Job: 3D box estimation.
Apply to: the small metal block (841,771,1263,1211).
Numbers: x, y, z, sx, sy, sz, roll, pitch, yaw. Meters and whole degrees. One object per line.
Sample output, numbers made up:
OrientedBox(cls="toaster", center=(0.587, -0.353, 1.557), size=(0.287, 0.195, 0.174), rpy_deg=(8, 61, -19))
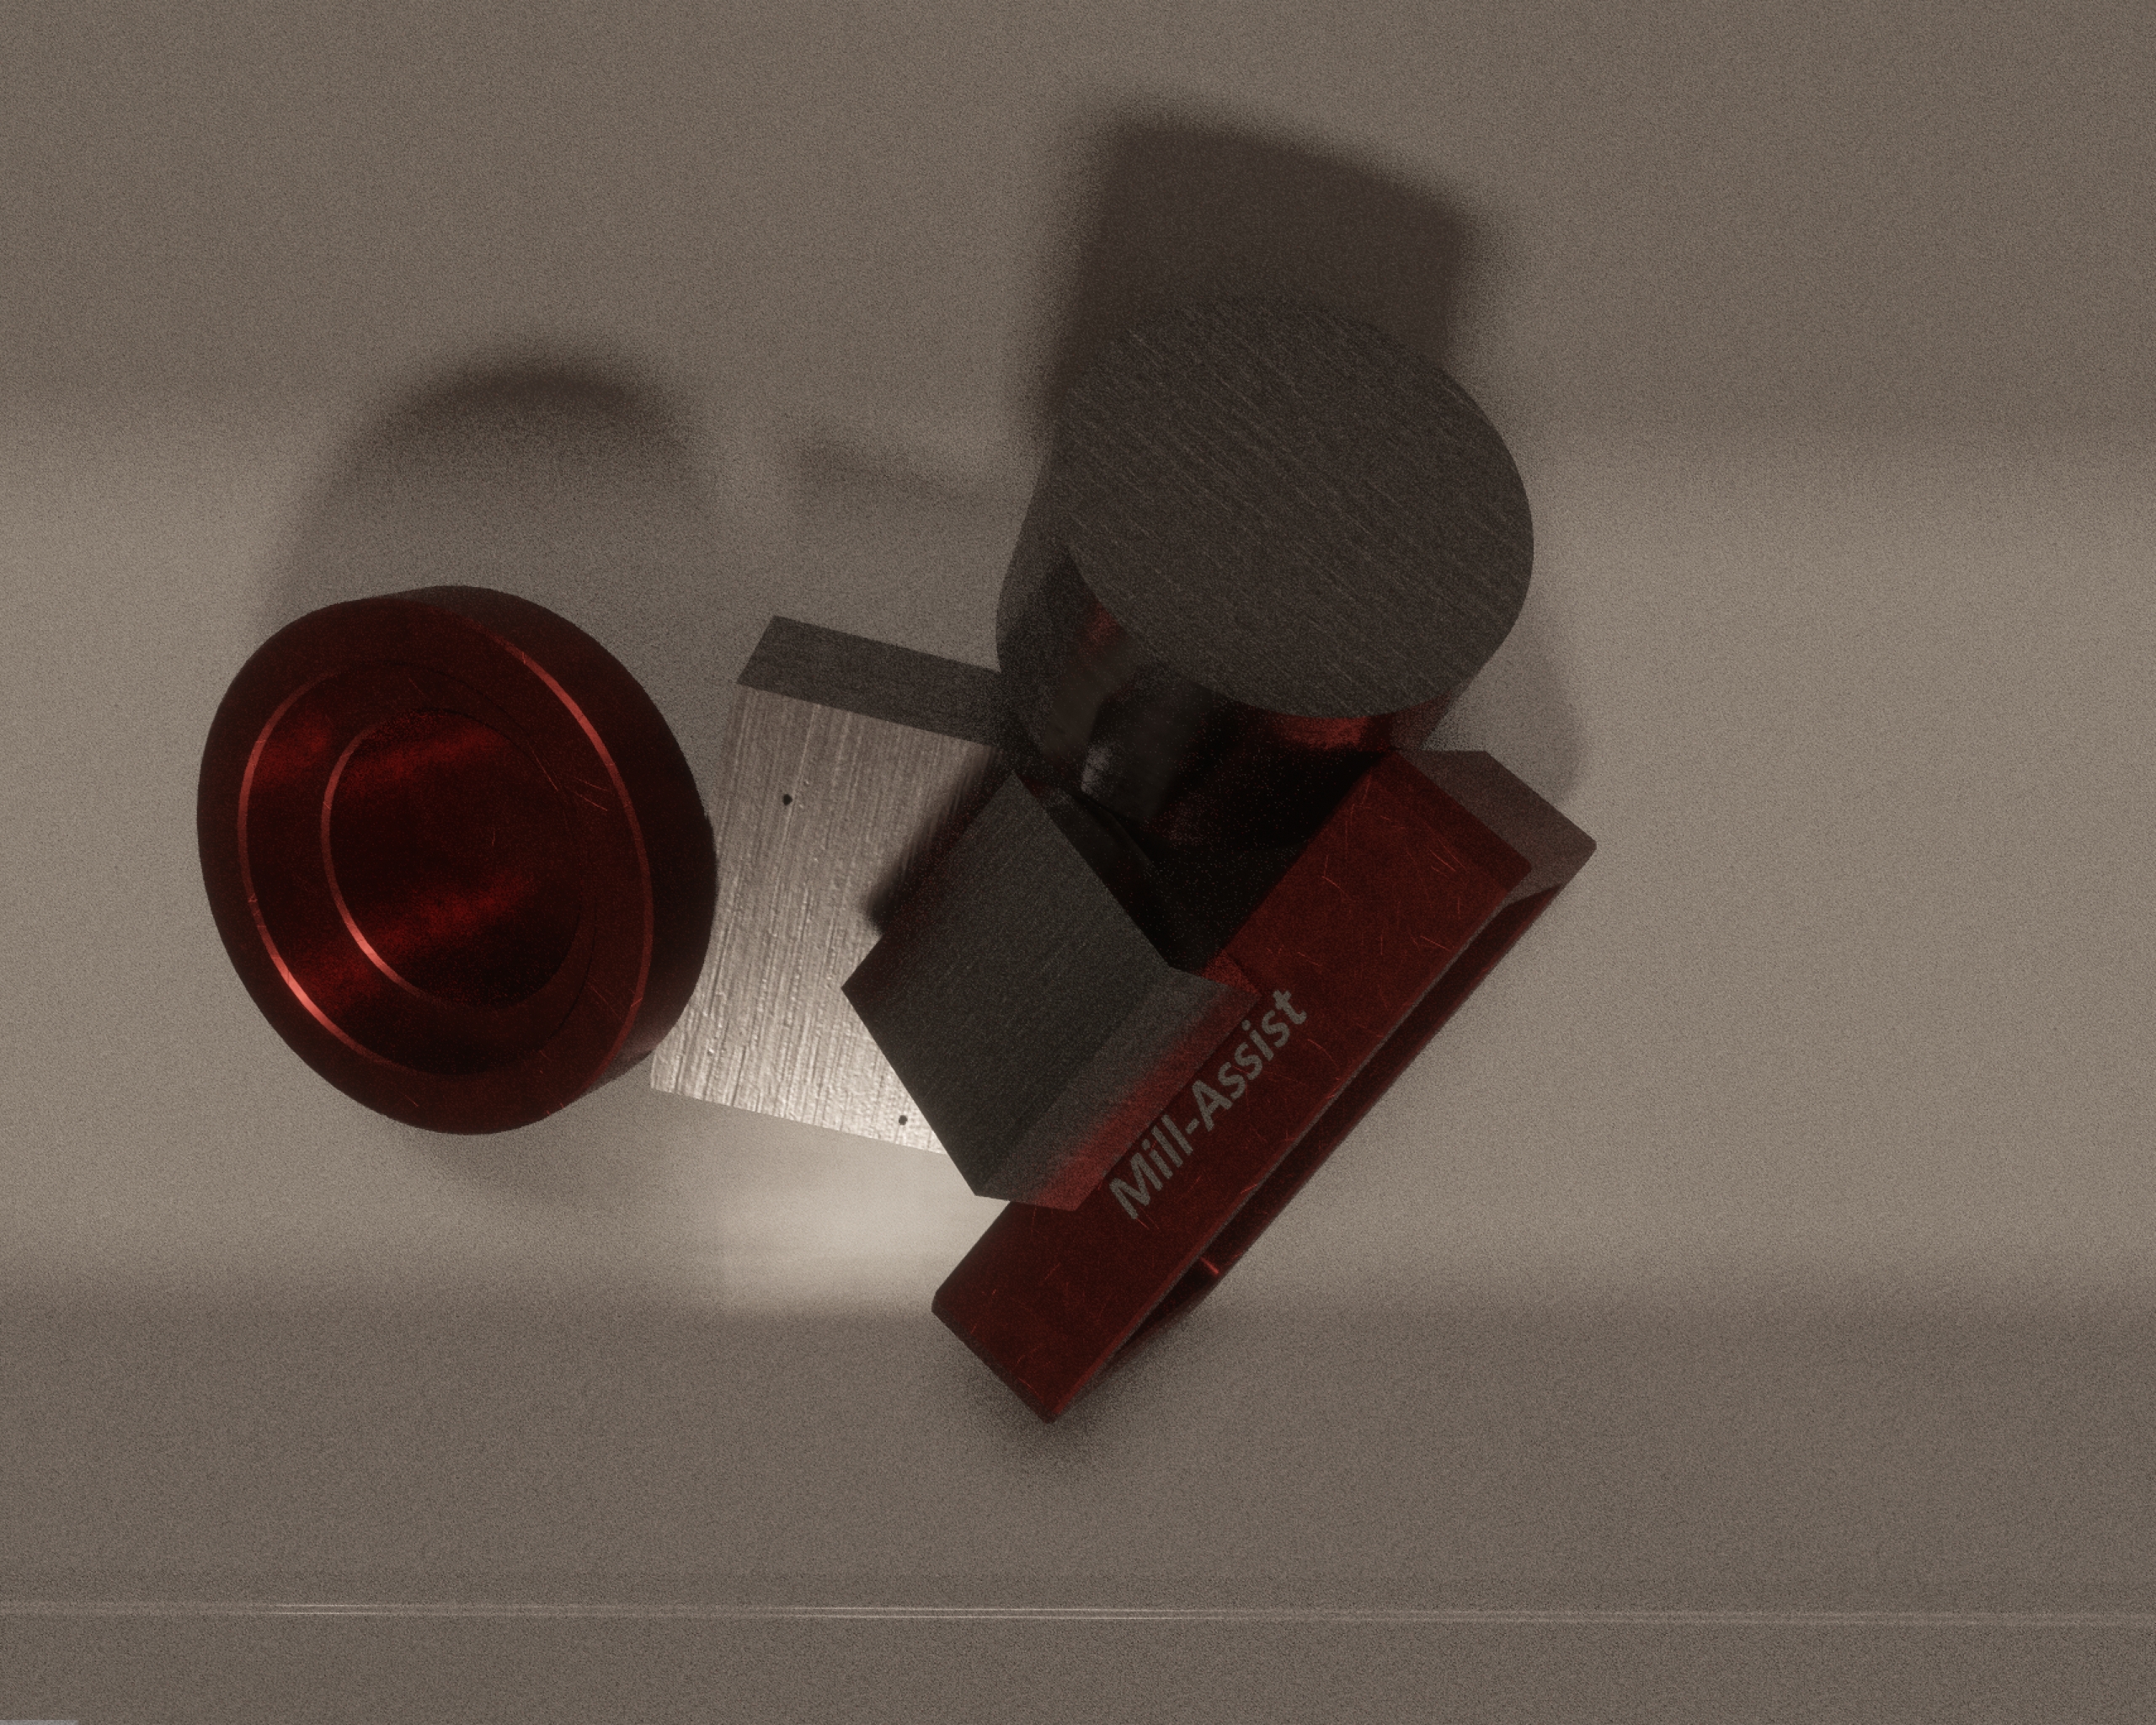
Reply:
OrientedBox(cls="small metal block", center=(-0.006, 0.022, 0.349), size=(0.025, 0.050, 0.050), rpy_deg=(20, 114, -49))

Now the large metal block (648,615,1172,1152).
OrientedBox(cls="large metal block", center=(-0.030, 0.006, 0.398), size=(0.081, 0.050, 0.079), rpy_deg=(14, 109, -6))

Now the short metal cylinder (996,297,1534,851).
OrientedBox(cls="short metal cylinder", center=(0.030, -0.048, 0.356), size=(0.080, 0.080, 0.050), rpy_deg=(15, 153, -6))

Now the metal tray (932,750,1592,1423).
OrientedBox(cls="metal tray", center=(0.037, 0.038, 0.388), size=(0.030, 0.090, 0.129), rpy_deg=(42, 106, 14))

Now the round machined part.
OrientedBox(cls="round machined part", center=(-0.109, -0.003, 0.386), size=(0.098, 0.042, 0.097), rpy_deg=(6, 106, 21))
